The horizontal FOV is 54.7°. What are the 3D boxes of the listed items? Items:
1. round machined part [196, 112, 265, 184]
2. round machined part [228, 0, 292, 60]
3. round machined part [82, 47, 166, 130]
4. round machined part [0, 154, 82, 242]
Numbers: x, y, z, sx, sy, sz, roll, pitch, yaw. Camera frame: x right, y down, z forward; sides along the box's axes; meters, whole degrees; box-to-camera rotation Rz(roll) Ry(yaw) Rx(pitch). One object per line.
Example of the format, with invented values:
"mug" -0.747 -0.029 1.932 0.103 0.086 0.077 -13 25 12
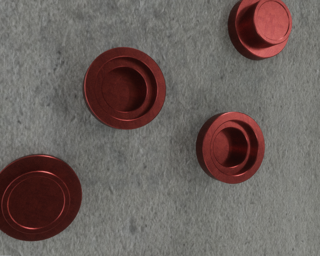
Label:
"round machined part" 0.094 0.027 0.436 0.099 0.042 0.097 0 90 -21
"round machined part" 0.154 -0.153 0.458 0.099 0.042 0.097 0 90 -21
"round machined part" -0.046 -0.047 0.384 0.099 0.042 0.097 0 90 -21
"round machined part" -0.138 0.080 0.349 0.099 0.042 0.097 0 90 -21
